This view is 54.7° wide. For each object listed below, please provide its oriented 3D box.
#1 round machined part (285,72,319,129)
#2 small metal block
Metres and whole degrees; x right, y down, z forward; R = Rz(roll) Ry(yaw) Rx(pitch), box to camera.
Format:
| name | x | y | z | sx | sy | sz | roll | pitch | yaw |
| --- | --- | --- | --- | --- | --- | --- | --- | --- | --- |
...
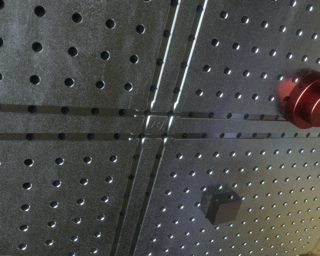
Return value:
| name | x | y | z | sx | sy | sz | roll | pitch | yaw |
| --- | --- | --- | --- | --- | --- | --- | --- | --- | --- |
| round machined part | 0.263 | -0.040 | 0.519 | 0.099 | 0.042 | 0.097 | -14 | 125 | -20 |
| small metal block | 0.117 | 0.146 | 0.566 | 0.050 | 0.025 | 0.050 | -4 | 120 | -27 |
